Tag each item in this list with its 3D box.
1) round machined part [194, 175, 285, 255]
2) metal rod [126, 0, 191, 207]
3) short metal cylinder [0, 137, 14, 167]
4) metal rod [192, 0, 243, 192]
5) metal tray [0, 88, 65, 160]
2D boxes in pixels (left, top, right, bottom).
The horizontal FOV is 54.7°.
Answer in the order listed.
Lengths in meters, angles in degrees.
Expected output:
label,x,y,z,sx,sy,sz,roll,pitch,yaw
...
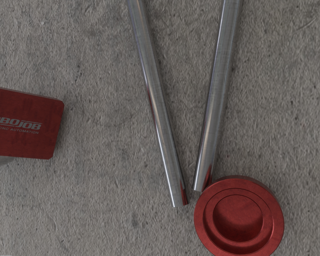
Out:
label,x,y,z,sx,sy,sz,roll,pitch,yaw
round machined part,0.092,0.103,0.365,0.098,0.042,0.097,1,93,16
metal rod,-0.005,-0.047,0.410,0.025,0.025,0.298,-14,85,19
short metal cylinder,-0.266,0.025,0.470,0.080,0.050,0.079,25,128,37
metal rod,0.075,-0.070,0.382,0.025,0.025,0.298,10,93,19
metal tray,-0.210,-0.008,0.430,0.030,0.131,0.089,21,99,53
